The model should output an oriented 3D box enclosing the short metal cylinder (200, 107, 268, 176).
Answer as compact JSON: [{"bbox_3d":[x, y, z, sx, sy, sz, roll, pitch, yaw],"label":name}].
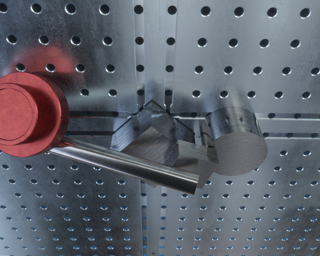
[{"bbox_3d":[0.096,0.019,0.412,0.081,0.050,0.079,0,130,0],"label":"short metal cylinder"}]

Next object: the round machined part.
[{"bbox_3d":[-0.158,-0.015,0.350,0.098,0.042,0.097,0,92,10],"label":"round machined part"}]

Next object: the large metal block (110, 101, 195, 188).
[{"bbox_3d":[-0.009,0.025,0.413,0.080,0.050,0.080,36,121,-27],"label":"large metal block"}]

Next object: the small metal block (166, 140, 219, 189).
[{"bbox_3d":[0.038,0.046,0.383,0.050,0.025,0.050,14,129,-13],"label":"small metal block"}]

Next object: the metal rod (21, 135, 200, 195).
[{"bbox_3d":[-0.102,0.026,0.375,0.301,0.025,0.025,15,131,9],"label":"metal rod"}]
